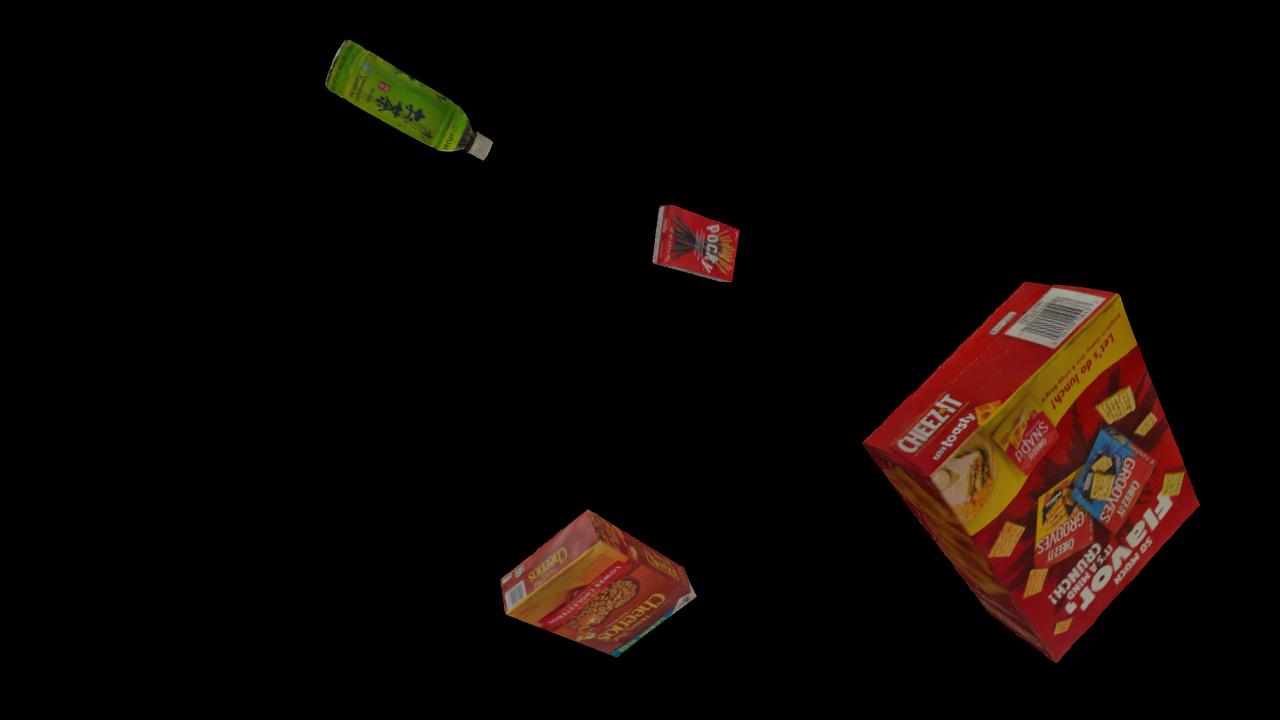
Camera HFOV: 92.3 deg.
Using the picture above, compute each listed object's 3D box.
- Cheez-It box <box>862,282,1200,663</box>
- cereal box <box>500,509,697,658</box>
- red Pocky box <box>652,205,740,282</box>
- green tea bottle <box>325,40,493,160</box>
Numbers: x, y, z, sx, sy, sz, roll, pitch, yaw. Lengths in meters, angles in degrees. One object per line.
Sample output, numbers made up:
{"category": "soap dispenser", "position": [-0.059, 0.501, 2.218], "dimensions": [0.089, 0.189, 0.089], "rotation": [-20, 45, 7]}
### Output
{"category": "Cheez-It box", "position": [0.283, 0.081, 0.432], "dimensions": [0.223, 0.166, 0.071], "rotation": [48, -4, -23]}
{"category": "cereal box", "position": [-0.063, 0.400, 1.074], "dimensions": [0.306, 0.203, 0.081], "rotation": [44, 10, -39]}
{"category": "red Pocky box", "position": [0.084, -0.165, 0.886], "dimensions": [0.155, 0.083, 0.028], "rotation": [6, 1, -44]}
{"category": "green tea bottle", "position": [-0.301, -0.336, 0.826], "dimensions": [0.212, 0.073, 0.073], "rotation": [24, -12, -28]}
